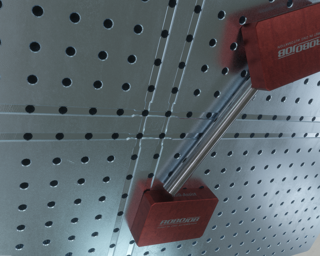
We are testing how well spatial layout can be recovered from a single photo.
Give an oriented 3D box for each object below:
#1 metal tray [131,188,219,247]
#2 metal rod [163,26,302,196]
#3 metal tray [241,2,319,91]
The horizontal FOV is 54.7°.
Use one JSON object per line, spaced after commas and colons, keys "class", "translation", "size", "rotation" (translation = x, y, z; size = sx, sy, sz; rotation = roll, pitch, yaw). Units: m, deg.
{"class": "metal tray", "translation": [0.026, 0.146, 0.515], "size": [0.131, 0.030, 0.089], "rotation": [4, 116, -31]}
{"class": "metal rod", "translation": [0.104, -0.022, 0.456], "size": [0.025, 0.025, 0.299], "rotation": [30, 102, -38]}
{"class": "metal tray", "translation": [0.180, -0.113, 0.421], "size": [0.131, 0.030, 0.089], "rotation": [-21, 108, -16]}
